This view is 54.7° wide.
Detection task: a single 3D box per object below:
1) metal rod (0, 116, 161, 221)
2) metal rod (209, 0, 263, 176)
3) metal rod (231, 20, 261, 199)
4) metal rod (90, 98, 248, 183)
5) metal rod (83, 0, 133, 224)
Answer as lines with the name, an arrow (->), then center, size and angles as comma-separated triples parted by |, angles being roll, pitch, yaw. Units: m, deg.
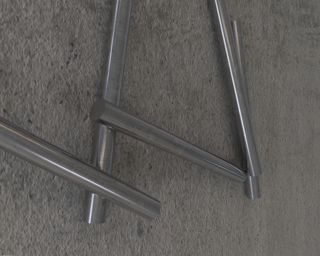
metal rod -> -0.117, 0.019, 0.284 | 0.301, 0.025, 0.025 | 34, 69, -28
metal rod -> 0.120, -0.068, 0.492 | 0.025, 0.025, 0.298 | -20, 99, -38
metal rod -> 0.142, -0.026, 0.523 | 0.025, 0.025, 0.298 | -15, 100, -39
metal rod -> 0.036, 0.030, 0.415 | 0.301, 0.025, 0.025 | 26, 74, -43
metal rod -> -0.056, -0.045, 0.356 | 0.025, 0.025, 0.298 | 11, 83, -40
